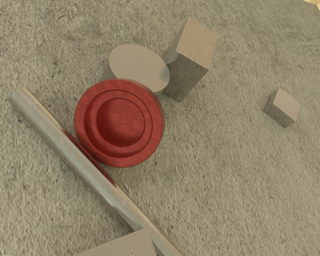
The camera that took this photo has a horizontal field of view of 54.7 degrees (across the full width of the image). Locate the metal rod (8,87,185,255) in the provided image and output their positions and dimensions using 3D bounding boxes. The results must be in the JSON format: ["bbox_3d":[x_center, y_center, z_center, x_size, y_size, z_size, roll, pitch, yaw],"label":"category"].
[{"bbox_3d":[-0.052,0.071,0.332,0.300,0.025,0.025,46,51,4],"label":"metal rod"}]

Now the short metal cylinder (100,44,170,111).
[{"bbox_3d":[-0.034,-0.063,0.405,0.081,0.050,0.080,14,52,-18],"label":"short metal cylinder"}]

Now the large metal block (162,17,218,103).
[{"bbox_3d":[0.035,-0.097,0.448,0.050,0.080,0.080,28,52,-12],"label":"large metal block"}]

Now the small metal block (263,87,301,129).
[{"bbox_3d":[0.215,-0.036,0.544,0.050,0.025,0.050,38,51,-3],"label":"small metal block"}]

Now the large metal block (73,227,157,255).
[{"bbox_3d":[-0.042,0.146,0.277,0.081,0.050,0.080,-11,67,-33],"label":"large metal block"}]

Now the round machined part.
[{"bbox_3d":[-0.042,-0.008,0.352,0.098,0.098,0.042,40,15,-2],"label":"round machined part"}]
